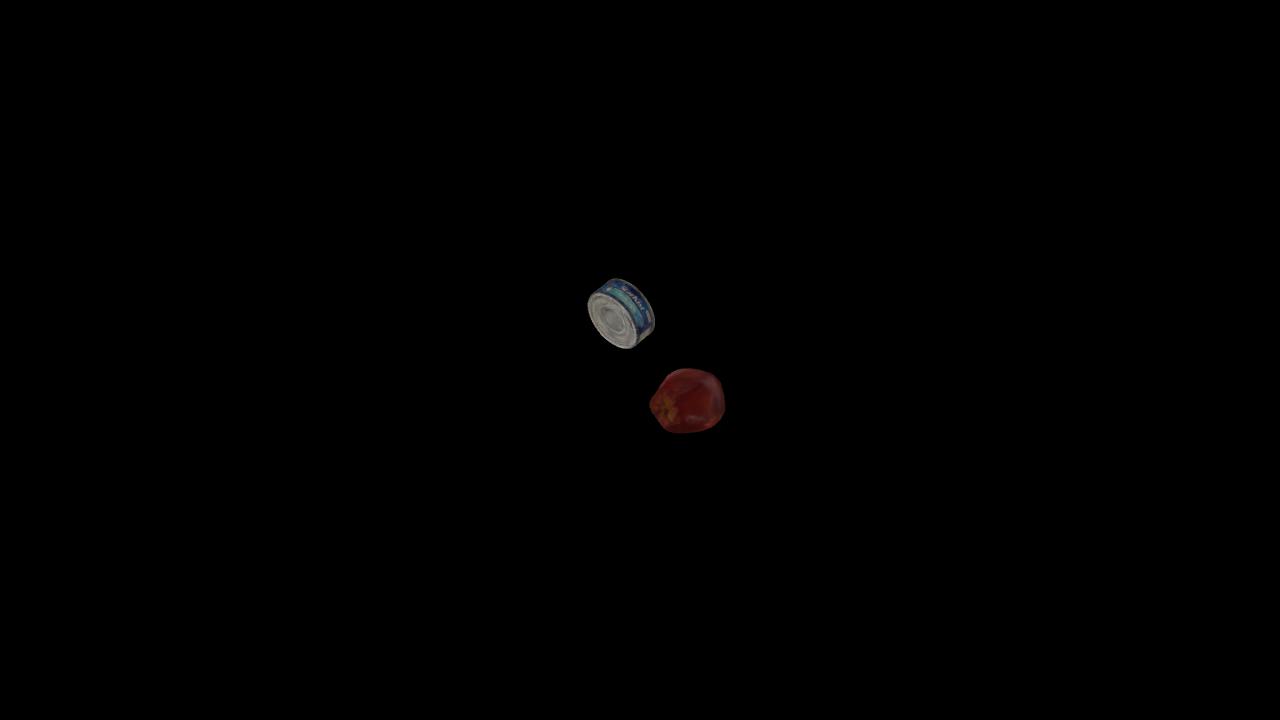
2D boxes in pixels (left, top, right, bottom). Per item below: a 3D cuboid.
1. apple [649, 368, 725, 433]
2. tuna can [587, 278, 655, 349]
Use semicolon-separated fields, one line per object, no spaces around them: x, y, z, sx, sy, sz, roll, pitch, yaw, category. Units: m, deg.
0.057;0.049;0.710;0.079;0.079;0.093;0;7;37;apple
-0.024;-0.055;0.751;0.034;0.084;0.084;-41;25;-32;tuna can
